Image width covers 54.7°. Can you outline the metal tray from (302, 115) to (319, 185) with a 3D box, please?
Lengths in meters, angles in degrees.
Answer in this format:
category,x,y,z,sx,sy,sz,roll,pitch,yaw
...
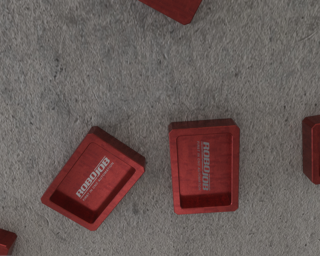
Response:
category,x,y,z,sx,sy,sz,roll,pitch,yaw
metal tray,0.264,0.022,0.417,0.131,0.030,0.089,-9,110,3

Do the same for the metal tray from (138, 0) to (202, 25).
category,x,y,z,sx,sy,sz,roll,pitch,yaw
metal tray,0.021,-0.192,0.336,0.090,0.030,0.129,26,108,-9

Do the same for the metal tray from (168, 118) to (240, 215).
category,x,y,z,sx,sy,sz,roll,pitch,yaw
metal tray,0.061,0.055,0.427,0.091,0.030,0.129,-4,110,1

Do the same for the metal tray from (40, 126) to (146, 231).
category,x,y,z,sx,sy,sz,roll,pitch,yaw
metal tray,-0.092,0.073,0.432,0.090,0.030,0.129,35,106,-12

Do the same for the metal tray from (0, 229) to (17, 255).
category,x,y,z,sx,sy,sz,roll,pitch,yaw
metal tray,-0.287,0.209,0.482,0.090,0.030,0.129,21,109,-8
